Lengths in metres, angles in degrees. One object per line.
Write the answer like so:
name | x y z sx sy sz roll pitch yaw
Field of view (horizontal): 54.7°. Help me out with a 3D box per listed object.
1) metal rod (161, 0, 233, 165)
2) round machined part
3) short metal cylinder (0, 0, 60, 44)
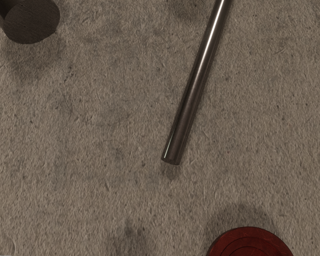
metal rod | 0.061 -0.090 0.441 0.025 0.025 0.299 18 71 6
round machined part | 0.097 0.161 0.342 0.099 0.042 0.098 0 70 -1
short metal cylinder | -0.191 -0.166 0.437 0.080 0.080 0.050 -34 74 -12
